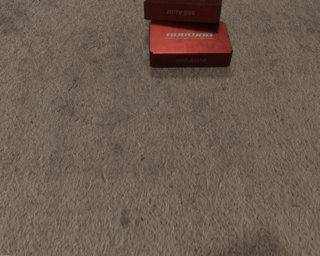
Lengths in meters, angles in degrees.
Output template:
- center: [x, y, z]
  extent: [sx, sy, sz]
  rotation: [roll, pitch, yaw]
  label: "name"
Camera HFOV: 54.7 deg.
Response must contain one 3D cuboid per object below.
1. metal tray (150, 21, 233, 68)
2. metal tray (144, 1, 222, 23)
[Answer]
- center: [0.048, -0.142, 0.520]
  extent: [0.131, 0.030, 0.090]
  rotation: [-1, 50, -1]
  label: "metal tray"
- center: [0.044, -0.218, 0.561]
  extent: [0.131, 0.030, 0.090]
  rotation: [6, 32, 10]
  label: "metal tray"
